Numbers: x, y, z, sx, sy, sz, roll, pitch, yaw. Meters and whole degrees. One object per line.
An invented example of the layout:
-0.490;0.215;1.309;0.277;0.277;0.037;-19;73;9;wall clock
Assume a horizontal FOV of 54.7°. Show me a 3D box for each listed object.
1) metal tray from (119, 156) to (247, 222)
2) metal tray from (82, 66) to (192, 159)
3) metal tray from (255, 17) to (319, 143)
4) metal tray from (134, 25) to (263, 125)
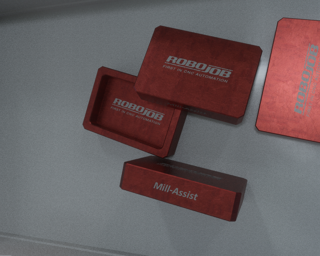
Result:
0.031;0.065;0.364;0.130;0.090;0.030;12;94;19;metal tray
-0.032;-0.023;0.418;0.130;0.030;0.089;19;96;18;metal tray
0.167;-0.052;0.349;0.090;0.030;0.129;12;94;19;metal tray
0.045;-0.065;0.371;0.131;0.030;0.090;16;78;12;metal tray
